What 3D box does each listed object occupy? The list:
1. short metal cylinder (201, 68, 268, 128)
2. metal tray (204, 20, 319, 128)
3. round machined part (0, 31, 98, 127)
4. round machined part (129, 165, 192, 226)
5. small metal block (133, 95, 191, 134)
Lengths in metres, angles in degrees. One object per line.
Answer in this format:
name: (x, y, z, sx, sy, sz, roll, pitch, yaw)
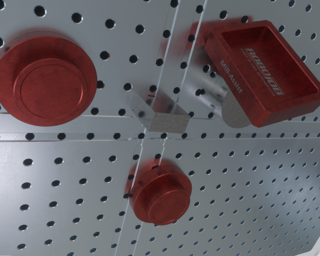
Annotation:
short metal cylinder: (0.104, -0.046, 0.424, 0.081, 0.050, 0.079, -14, 124, -21)
metal tray: (0.122, -0.070, 0.367, 0.091, 0.130, 0.030, -14, 152, -21)
round machined part: (-0.111, -0.043, 0.313, 0.099, 0.042, 0.097, -14, 124, -21)
round machined part: (0.006, 0.109, 0.471, 0.099, 0.042, 0.097, -14, 124, -21)
small metal block: (0.001, -0.017, 0.385, 0.050, 0.050, 0.025, 5, 116, -31)
